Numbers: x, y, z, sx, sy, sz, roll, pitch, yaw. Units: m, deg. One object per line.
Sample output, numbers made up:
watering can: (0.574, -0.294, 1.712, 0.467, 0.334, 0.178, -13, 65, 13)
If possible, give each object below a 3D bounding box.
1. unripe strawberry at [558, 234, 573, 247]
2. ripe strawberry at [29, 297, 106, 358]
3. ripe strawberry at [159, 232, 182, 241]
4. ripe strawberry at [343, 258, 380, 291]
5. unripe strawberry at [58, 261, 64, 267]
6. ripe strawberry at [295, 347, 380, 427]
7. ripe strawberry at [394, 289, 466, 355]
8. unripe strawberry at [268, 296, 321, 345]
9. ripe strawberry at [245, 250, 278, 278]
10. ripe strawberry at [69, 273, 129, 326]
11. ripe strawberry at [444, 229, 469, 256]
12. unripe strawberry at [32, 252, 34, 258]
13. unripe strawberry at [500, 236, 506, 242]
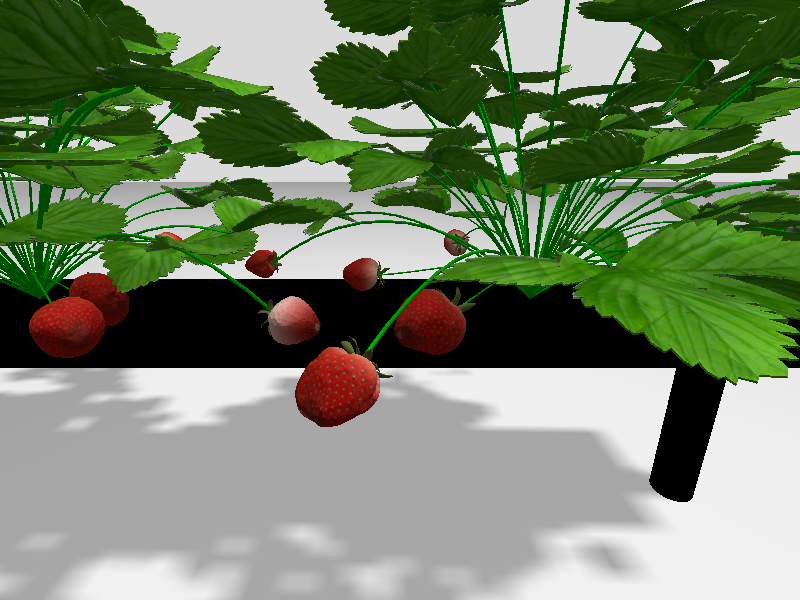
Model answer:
unripe strawberry: (0.239, -0.086, 0.581, 0.022, 0.022, 0.019, 9, 20, 26)
ripe strawberry: (-0.205, 0.019, 0.249, 0.040, 0.039, 0.037, 17, 25, 40)
ripe strawberry: (-0.300, -0.072, 0.528, 0.034, 0.036, 0.037, 3, 18, 9)
ripe strawberry: (-0.038, -0.025, 0.387, 0.035, 0.030, 0.035, 2, 18, 9)
unripe strawberry: (-0.408, -0.044, 0.479, 0.010, 0.011, 0.011, -11, -19, -31)
ripe strawberry: (-0.030, 0.041, 0.182, 0.039, 0.035, 0.035, 14, 41, 36)
ripe strawberry: (0.016, 0.014, 0.251, 0.046, 0.039, 0.046, 16, 24, 39)
unripe strawberry: (-0.070, 0.015, 0.269, 0.034, 0.033, 0.031, 12, 21, 18)
ripe strawberry: (-0.149, -0.039, 0.430, 0.031, 0.031, 0.034, 1, 18, 15)
ripe strawberry: (-0.219, 0.001, 0.294, 0.039, 0.041, 0.036, 12, 22, 30)
ripe strawberry: (0.075, -0.079, 0.549, 0.034, 0.036, 0.037, -4, 10, -12)
unripe strawberry: (-0.442, -0.053, 0.488, 0.011, 0.011, 0.011, -15, 23, -38)
unripe strawberry: (0.150, -0.090, 0.586, 0.009, 0.010, 0.010, 2, 18, 7)
